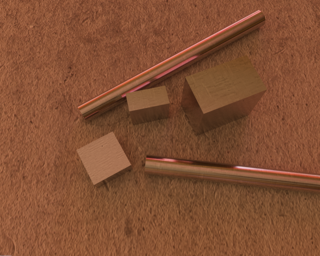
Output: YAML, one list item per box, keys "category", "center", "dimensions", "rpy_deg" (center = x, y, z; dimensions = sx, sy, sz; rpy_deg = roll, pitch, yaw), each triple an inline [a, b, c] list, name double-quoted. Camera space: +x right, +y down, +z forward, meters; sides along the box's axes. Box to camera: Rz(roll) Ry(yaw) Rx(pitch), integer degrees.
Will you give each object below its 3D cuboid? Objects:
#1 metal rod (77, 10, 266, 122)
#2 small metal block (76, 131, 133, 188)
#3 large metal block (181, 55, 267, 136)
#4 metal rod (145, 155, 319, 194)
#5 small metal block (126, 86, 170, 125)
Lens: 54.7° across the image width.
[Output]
- category: "metal rod"
  center: [0.024, -0.093, 0.442]
  dimensions: [0.302, 0.025, 0.025]
  rpy_deg: [-30, 73, -11]
- category: "small metal block"
  center: [-0.069, 0.040, 0.393]
  dimensions: [0.050, 0.025, 0.050]
  rpy_deg: [-28, 73, -10]
- category: "large metal block"
  center: [0.076, -0.038, 0.394]
  dimensions: [0.080, 0.080, 0.050]
  rpy_deg: [-21, 72, -8]
- category: "metal rod"
  center: [0.132, 0.062, 0.386]
  dimensions: [0.302, 0.025, 0.025]
  rpy_deg: [6, 70, 2]
- category: "small metal block"
  center: [-0.015, -0.028, 0.405]
  dimensions: [0.050, 0.050, 0.025]
  rpy_deg: [-12, 71, -5]
